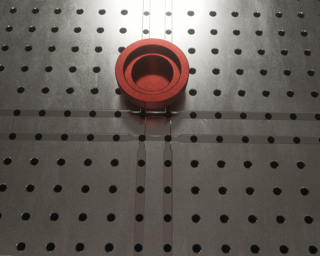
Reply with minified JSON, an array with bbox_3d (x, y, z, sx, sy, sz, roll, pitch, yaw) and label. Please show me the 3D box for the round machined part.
[{"bbox_3d":[-0.010,-0.071,0.429,0.099,0.042,0.098,0,70,-1],"label":"round machined part"}]
